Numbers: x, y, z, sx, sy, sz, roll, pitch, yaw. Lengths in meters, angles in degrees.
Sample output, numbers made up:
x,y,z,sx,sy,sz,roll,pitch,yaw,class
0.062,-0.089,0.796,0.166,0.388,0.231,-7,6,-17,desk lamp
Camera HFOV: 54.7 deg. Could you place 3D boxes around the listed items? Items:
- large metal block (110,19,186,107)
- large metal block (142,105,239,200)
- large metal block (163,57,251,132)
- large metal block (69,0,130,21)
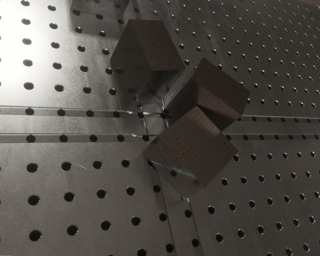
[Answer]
x,y,z,sx,sy,sz,roll,pitch,yaw,class
-0.020,-0.086,0.416,0.050,0.080,0.080,-10,67,-33,large metal block
0.039,0.030,0.396,0.080,0.050,0.081,49,51,5,large metal block
0.064,-0.037,0.431,0.080,0.080,0.050,35,51,-6,large metal block
-0.096,-0.219,0.475,0.081,0.050,0.080,1,61,-28,large metal block
